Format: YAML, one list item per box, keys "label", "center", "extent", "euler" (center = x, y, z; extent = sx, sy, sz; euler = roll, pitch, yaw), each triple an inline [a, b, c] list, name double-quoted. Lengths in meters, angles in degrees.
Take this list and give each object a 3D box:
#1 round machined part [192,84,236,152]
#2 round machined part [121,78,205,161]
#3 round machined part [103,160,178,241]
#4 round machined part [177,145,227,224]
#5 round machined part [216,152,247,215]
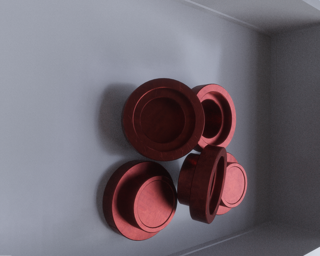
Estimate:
- label: "round machined part"
  center: [0.063, -0.013, 0.448]
  extent: [0.099, 0.042, 0.097]
  euler: [0, 90, -40]
- label: "round machined part"
  center: [0.001, -0.009, 0.381]
  extent: [0.099, 0.042, 0.097]
  euler: [0, 89, -15]
- label: "round machined part"
  center: [-0.017, 0.090, 0.381]
  extent: [0.099, 0.042, 0.097]
  euler: [0, 90, -40]
- label: "round machined part"
  center: [0.053, 0.069, 0.399]
  extent: [0.098, 0.042, 0.097]
  euler: [9, 91, -68]
- label: "round machined part"
  center: [0.097, 0.085, 0.477]
  extent: [0.099, 0.042, 0.097]
  euler: [0, 90, -40]
